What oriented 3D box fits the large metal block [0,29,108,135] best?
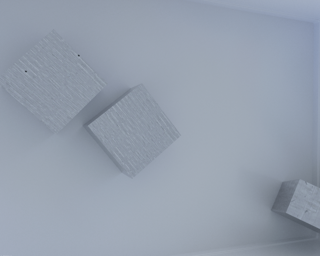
[{"bbox_3d":[-0.121,-0.049,0.353,0.080,0.050,0.080,46,76,-15],"label":"large metal block"}]

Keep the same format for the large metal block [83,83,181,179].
[{"bbox_3d":[-0.035,0.003,0.385,0.080,0.050,0.080,-41,103,-16],"label":"large metal block"}]

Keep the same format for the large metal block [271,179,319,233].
[{"bbox_3d":[0.219,0.117,0.449,0.080,0.080,0.050,25,81,10],"label":"large metal block"}]
